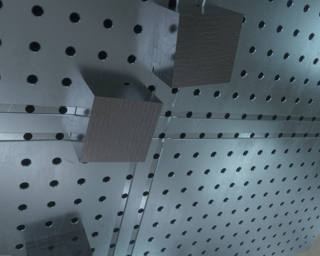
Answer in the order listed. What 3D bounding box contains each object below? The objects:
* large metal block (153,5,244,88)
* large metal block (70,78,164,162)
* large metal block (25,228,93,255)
[{"bbox_3d":[0.042,-0.096,0.360,0.081,0.050,0.079,-9,123,-24],"label":"large metal block"},{"bbox_3d":[-0.053,-0.007,0.363,0.081,0.050,0.079,4,117,-31],"label":"large metal block"},{"bbox_3d":[-0.142,0.200,0.442,0.081,0.050,0.079,-8,122,-25],"label":"large metal block"}]
